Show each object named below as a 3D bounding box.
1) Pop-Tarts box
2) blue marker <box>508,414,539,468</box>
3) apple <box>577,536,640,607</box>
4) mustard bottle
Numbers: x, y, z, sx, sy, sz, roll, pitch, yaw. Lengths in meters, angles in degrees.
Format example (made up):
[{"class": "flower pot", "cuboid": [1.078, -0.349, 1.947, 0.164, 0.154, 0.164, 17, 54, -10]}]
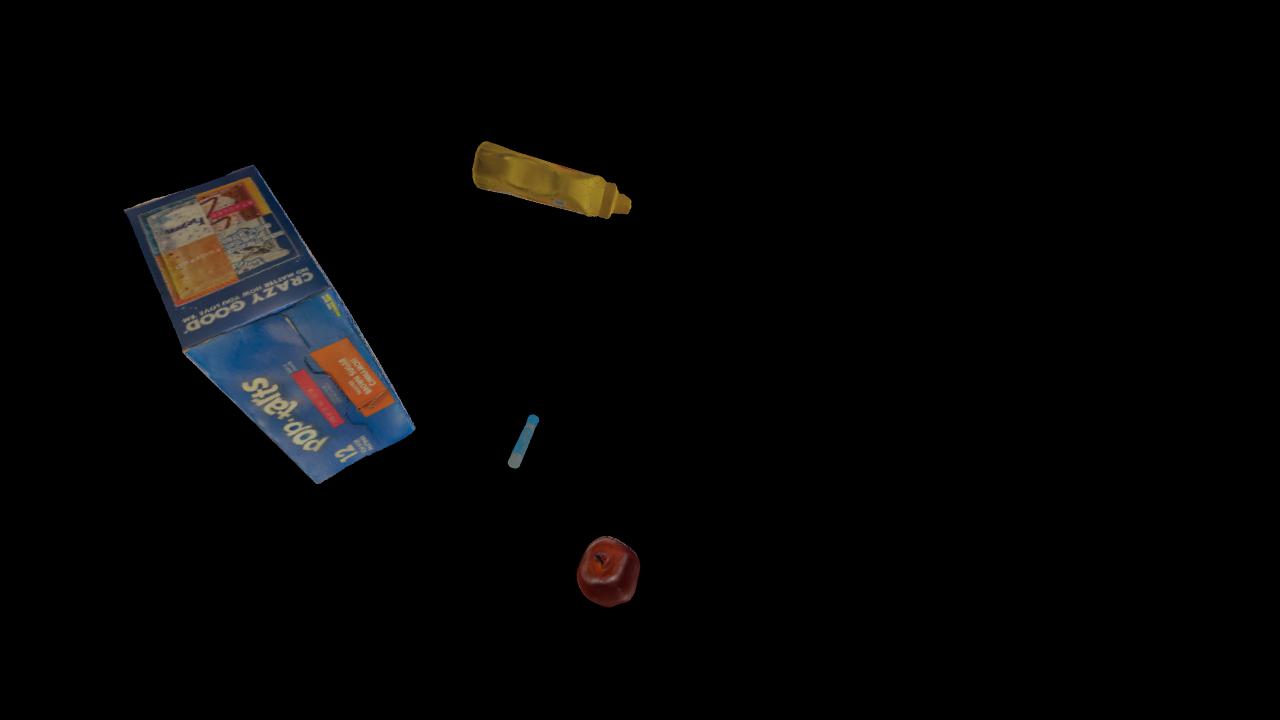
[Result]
[{"class": "Pop-Tarts box", "cuboid": [-0.245, -0.020, 0.428, 0.083, 0.141, 0.167, -32, -30, -20]}, {"class": "blue marker", "cuboid": [-0.178, 0.122, 0.949, 0.020, 0.020, 0.121, 0, 29, 7]}, {"class": "apple", "cuboid": [-0.038, 0.258, 0.748, 0.079, 0.079, 0.093, 0, -42, 16]}, {"class": "mustard bottle", "cuboid": [-0.099, -0.206, 0.729, 0.184, 0.054, 0.092, 14, 4, -8]}]
